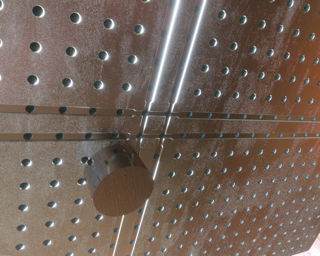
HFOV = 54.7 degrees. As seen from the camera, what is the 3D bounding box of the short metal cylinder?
[{"bbox_3d":[-0.055,0.069,0.409,0.081,0.050,0.079,-14,124,-21],"label":"short metal cylinder"}]
